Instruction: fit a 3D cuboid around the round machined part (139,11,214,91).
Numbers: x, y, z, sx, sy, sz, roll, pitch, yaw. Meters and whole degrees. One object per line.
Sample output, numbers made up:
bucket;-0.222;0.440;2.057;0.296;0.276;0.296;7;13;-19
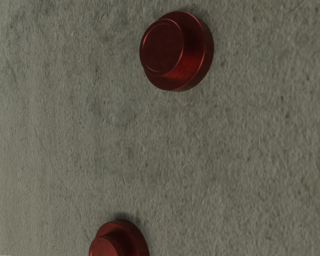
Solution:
round machined part;0.013;-0.095;0.381;0.098;0.042;0.097;0;90;39

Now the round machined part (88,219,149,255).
round machined part;-0.065;0.185;0.445;0.098;0.042;0.097;0;90;39
